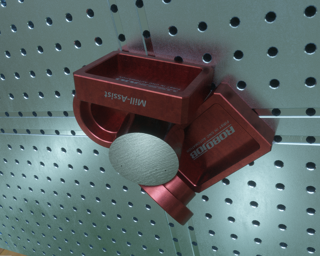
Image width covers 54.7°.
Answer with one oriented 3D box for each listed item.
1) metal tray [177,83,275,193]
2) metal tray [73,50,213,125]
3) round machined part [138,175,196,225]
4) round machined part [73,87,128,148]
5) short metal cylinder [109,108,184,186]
[{"bbox_3d":[0.061,0.018,0.385,0.090,0.030,0.129,45,129,-4],"label":"metal tray"},{"bbox_3d":[-0.016,-0.050,0.345,0.130,0.090,0.030,14,124,19],"label":"metal tray"},{"bbox_3d":[0.010,0.082,0.422,0.098,0.042,0.098,43,173,7],"label":"round machined part"},{"bbox_3d":[-0.064,-0.023,0.418,0.098,0.042,0.097,13,124,20],"label":"round machined part"},{"bbox_3d":[-0.014,0.022,0.367,0.080,0.050,0.079,6,128,8],"label":"short metal cylinder"}]
